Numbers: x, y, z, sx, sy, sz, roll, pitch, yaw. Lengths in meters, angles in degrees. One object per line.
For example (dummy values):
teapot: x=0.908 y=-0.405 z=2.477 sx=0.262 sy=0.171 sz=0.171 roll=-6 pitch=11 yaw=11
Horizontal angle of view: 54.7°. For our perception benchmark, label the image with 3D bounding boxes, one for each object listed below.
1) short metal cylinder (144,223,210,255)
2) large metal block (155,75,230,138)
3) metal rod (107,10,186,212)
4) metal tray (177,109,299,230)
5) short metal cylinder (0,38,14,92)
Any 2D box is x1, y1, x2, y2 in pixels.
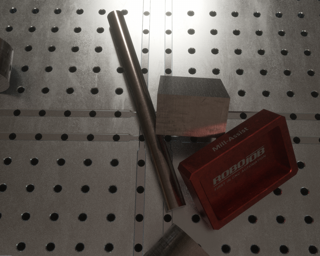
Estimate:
short metal cylinder: x=0.026 y=0.149 z=0.329 sx=0.080 sy=0.080 sz=0.050 roll=42 pitch=75 yaw=13
large metal block: x=0.038 y=-0.029 z=0.387 sx=0.081 sy=0.080 sz=0.050 roll=4 pitch=114 yaw=1
metal rod: x=-0.024 y=-0.037 z=0.424 sx=0.025 sy=0.025 sz=0.299 roll=-16 pitch=71 yaw=-6
metal tray: x=0.095 y=0.048 z=0.363 sx=0.131 sy=0.030 sz=0.090 roll=-31 pitch=118 yaw=-11
short metal cylinder: x=-0.241 y=-0.086 z=0.411 sx=0.081 sy=0.080 sz=0.050 roll=-2 pitch=70 yaw=-1
